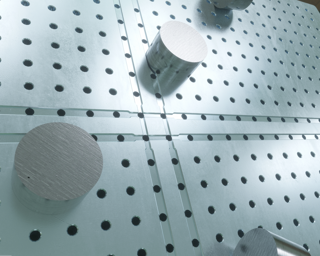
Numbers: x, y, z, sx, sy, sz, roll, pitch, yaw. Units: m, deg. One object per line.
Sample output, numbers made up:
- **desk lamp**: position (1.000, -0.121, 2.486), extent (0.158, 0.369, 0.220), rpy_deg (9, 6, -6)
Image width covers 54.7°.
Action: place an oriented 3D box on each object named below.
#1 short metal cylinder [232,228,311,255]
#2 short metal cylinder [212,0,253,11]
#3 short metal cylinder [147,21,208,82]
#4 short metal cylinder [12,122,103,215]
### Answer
- **short metal cylinder**: position (0.122, 0.159, 0.344), extent (0.050, 0.080, 0.080), rpy_deg (27, 52, -12)
- **short metal cylinder**: position (0.148, -0.283, 0.628), extent (0.050, 0.080, 0.080), rpy_deg (-6, 65, -31)
- **short metal cylinder**: position (0.026, -0.118, 0.480), extent (0.081, 0.050, 0.080), rpy_deg (14, 56, -21)
- **short metal cylinder**: position (-0.104, 0.041, 0.312), extent (0.081, 0.050, 0.080), rpy_deg (14, 56, -21)
